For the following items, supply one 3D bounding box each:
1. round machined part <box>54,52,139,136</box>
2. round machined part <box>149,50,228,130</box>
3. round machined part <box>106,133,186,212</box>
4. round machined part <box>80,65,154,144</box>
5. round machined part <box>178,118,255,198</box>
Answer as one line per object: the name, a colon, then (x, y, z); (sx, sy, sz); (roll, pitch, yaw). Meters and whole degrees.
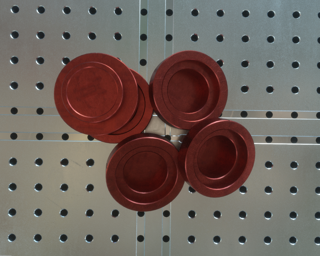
round machined part: (-0.075, -0.040, 0.361); (0.099, 0.042, 0.097); (0, 90, -1)
round machined part: (0.033, -0.046, 0.396); (0.099, 0.042, 0.097); (0, 91, -17)
round machined part: (-0.020, 0.053, 0.396); (0.099, 0.042, 0.097); (-3, 105, -10)
round machined part: (-0.057, -0.030, 0.403); (0.099, 0.042, 0.097); (0, 90, -1)
round machined part: (0.068, 0.035, 0.394); (0.099, 0.042, 0.097); (-4, 102, -21)
